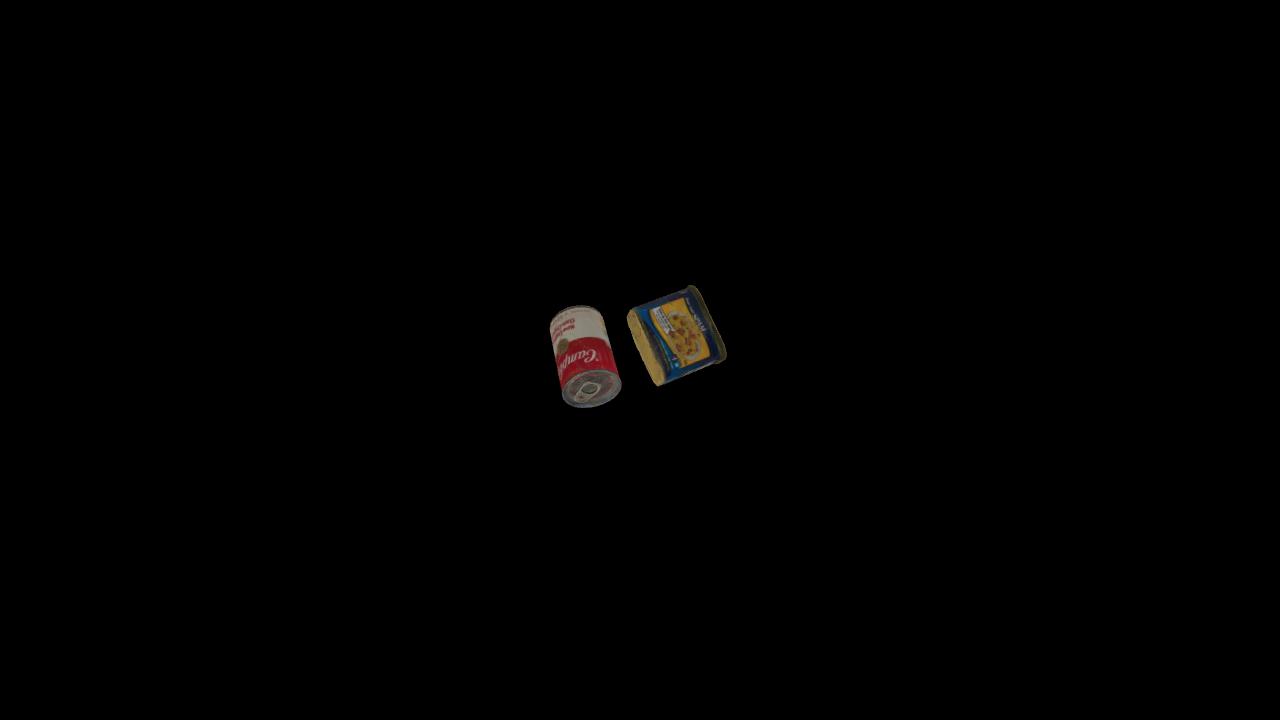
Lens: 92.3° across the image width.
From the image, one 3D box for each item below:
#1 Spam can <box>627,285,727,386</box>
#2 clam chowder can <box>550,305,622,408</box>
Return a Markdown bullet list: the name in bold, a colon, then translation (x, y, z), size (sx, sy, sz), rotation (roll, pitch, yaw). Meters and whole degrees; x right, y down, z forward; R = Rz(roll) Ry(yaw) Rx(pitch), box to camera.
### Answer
- **Spam can**: translation (0.042, -0.028, 0.742), size (0.085, 0.101, 0.058), rotation (-22, -8, -17)
- **clam chowder can**: translation (-0.064, -0.005, 0.710), size (0.068, 0.102, 0.068), rotation (-10, -38, -8)
